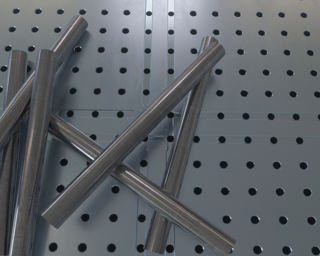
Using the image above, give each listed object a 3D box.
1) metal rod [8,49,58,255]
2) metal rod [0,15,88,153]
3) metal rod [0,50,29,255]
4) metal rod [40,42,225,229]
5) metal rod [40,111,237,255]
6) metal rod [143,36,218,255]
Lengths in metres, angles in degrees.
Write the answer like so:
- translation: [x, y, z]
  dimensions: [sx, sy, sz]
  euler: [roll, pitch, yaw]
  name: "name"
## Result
- translation: [-0.154, 0.049, 0.372]
  dimensions: [0.025, 0.025, 0.299]
  euler: [3, 78, 1]
  name: "metal rod"
- translation: [-0.175, -0.038, 0.404]
  dimensions: [0.025, 0.025, 0.300]
  euler: [20, 63, 7]
  name: "metal rod"
- translation: [-0.195, 0.034, 0.398]
  dimensions: [0.025, 0.025, 0.299]
  euler: [-3, 70, -1]
  name: "metal rod"
- translation: [-0.018, -0.006, 0.374]
  dimensions: [0.025, 0.025, 0.301]
  euler: [39, 69, 13]
  name: "metal rod"
- translation: [-0.047, 0.053, 0.373]
  dimensions: [0.300, 0.025, 0.025]
  euler: [32, 73, 18]
  name: "metal rod"
- translation: [0.033, 0.008, 0.409]
  dimensions: [0.025, 0.025, 0.300]
  euler: [15, 71, 5]
  name: "metal rod"
